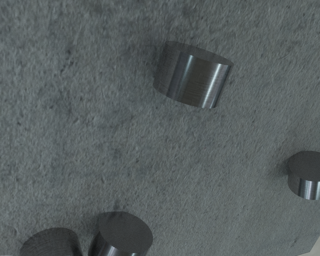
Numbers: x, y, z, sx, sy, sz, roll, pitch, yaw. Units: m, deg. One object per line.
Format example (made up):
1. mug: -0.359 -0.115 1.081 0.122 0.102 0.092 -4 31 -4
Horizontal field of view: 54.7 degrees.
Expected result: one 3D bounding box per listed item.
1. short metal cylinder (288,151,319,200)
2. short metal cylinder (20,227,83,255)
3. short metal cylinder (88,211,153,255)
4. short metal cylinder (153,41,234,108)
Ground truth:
1. short metal cylinder: 0.286 0.089 0.586 0.081 0.080 0.050 -24 128 -14
2. short metal cylinder: -0.147 0.185 0.426 0.081 0.050 0.079 -14 125 -21
3. short metal cylinder: -0.057 0.167 0.445 0.081 0.080 0.050 10 113 -33
4. short metal cylinder: 0.037 -0.062 0.355 0.081 0.080 0.050 4 117 -31
